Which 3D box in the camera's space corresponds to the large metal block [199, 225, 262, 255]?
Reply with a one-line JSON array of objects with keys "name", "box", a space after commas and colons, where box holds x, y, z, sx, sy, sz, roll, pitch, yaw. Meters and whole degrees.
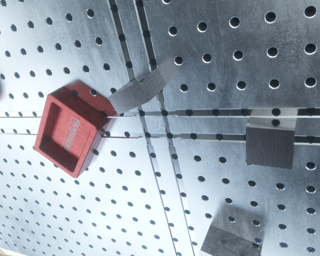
[{"name": "large metal block", "box": [0.100, 0.206, 0.469, 0.080, 0.050, 0.079, 19, 126, 17]}]

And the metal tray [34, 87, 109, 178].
[{"name": "metal tray", "box": [-0.143, 0.011, 0.487, 0.090, 0.030, 0.129, 35, 129, 4]}]

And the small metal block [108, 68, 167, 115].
[{"name": "small metal block", "box": [-0.027, -0.045, 0.380, 0.050, 0.050, 0.025, -20, 108, 35]}]

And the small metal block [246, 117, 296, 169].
[{"name": "small metal block", "box": [0.127, 0.017, 0.354, 0.050, 0.025, 0.050, 5, 121, 25]}]
